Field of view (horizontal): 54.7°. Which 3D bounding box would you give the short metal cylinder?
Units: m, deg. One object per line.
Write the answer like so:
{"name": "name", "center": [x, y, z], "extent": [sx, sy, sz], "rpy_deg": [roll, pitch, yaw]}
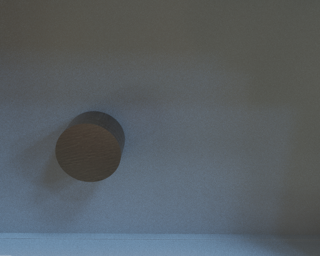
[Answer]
{"name": "short metal cylinder", "center": [-0.089, 0.023, 0.405], "extent": [0.081, 0.050, 0.079], "rpy_deg": [0, 110, -1]}
